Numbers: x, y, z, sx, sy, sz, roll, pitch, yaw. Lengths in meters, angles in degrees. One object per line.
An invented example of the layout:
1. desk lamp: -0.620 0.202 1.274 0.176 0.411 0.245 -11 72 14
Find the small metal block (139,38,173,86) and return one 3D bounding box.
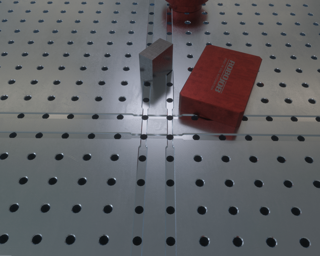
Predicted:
1. small metal block: -0.005 -0.101 0.477 0.025 0.050 0.050 31 56 23

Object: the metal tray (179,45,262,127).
1. metal tray: 0.092 -0.068 0.462 0.090 0.030 0.130 18 52 14

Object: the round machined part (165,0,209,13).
1. round machined part: 0.052 -0.268 0.622 0.099 0.042 0.098 0 50 0
